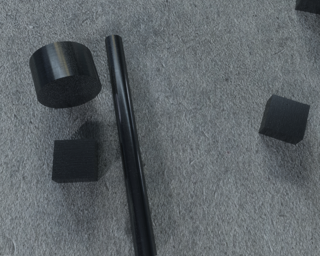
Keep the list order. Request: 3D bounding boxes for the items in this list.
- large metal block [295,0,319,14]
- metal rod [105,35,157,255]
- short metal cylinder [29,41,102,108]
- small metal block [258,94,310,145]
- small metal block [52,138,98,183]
[{"bbox_3d":[0.264,-0.224,0.480,0.080,0.050,0.080,13,70,4],"label":"large metal block"},{"bbox_3d":[-0.042,0.009,0.404,0.025,0.025,0.299,-9,70,-4],"label":"metal rod"},{"bbox_3d":[-0.122,-0.067,0.402,0.081,0.080,0.050,-18,71,-7],"label":"short metal cylinder"},{"bbox_3d":[0.166,-0.011,0.414,0.050,0.025,0.050,19,71,6],"label":"small metal block"},{"bbox_3d":[-0.106,0.042,0.392,0.050,0.025,0.050,-2,70,-2],"label":"small metal block"}]
